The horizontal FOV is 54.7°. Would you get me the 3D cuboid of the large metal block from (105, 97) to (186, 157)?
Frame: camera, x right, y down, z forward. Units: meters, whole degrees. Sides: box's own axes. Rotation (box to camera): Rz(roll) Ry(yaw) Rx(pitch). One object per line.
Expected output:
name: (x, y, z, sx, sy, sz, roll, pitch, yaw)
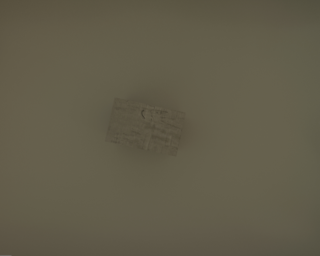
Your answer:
large metal block: (-0.016, -0.001, 0.381, 0.080, 0.080, 0.050, 12, 90, -1)
